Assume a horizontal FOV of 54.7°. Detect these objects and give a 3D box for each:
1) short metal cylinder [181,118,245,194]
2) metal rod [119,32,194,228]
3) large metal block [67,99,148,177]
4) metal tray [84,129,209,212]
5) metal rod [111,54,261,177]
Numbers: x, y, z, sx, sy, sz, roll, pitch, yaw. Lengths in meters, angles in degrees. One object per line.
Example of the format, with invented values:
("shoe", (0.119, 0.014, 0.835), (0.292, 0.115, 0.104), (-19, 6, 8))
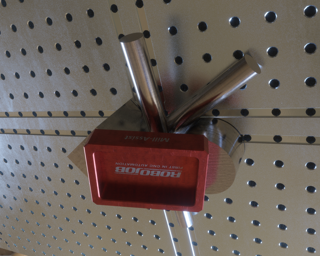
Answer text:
("short metal cylinder", (0.059, 0.034, 0.383), (0.080, 0.050, 0.079), (13, 124, 20))
("metal rod", (0.006, 0.027, 0.394), (0.025, 0.025, 0.298), (4, 130, 26))
("large metal block", (-0.065, 0.018, 0.418), (0.050, 0.080, 0.080), (47, 129, -5))
("metal tray", (-0.014, 0.050, 0.353), (0.131, 0.030, 0.089), (3, 122, 5))
("metal rod", (0.004, 0.006, 0.412), (0.025, 0.025, 0.299), (47, 129, -6))
